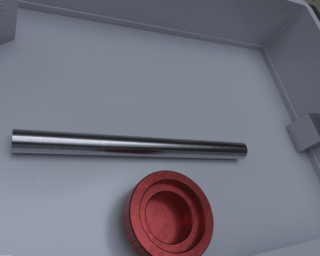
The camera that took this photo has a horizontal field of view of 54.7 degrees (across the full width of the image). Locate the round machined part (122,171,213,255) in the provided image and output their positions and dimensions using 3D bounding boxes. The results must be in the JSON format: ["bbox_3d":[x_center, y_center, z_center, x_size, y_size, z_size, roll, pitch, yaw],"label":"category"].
[{"bbox_3d":[0.006,0.100,0.338,0.099,0.042,0.098,14,56,-21],"label":"round machined part"}]

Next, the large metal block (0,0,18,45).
[{"bbox_3d":[-0.207,-0.127,0.336,0.050,0.080,0.080,45,51,2],"label":"large metal block"}]

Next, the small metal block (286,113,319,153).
[{"bbox_3d":[0.248,0.009,0.521,0.025,0.050,0.050,0,62,-28],"label":"small metal block"}]

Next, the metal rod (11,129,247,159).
[{"bbox_3d":[-0.016,0.023,0.383,0.303,0.025,0.025,4,60,-26],"label":"metal rod"}]
